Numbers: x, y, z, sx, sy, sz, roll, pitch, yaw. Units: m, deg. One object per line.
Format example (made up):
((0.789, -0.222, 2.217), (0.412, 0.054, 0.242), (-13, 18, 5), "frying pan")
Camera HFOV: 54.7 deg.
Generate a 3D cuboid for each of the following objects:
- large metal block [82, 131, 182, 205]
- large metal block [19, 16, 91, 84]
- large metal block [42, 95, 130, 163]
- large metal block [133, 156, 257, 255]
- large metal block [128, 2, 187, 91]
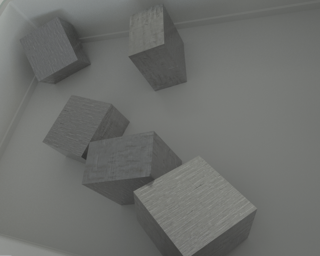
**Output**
((-0.028, 0.050, 0.353), (0.080, 0.080, 0.050), (-10, 57, 22), "large metal block")
((-0.181, -0.132, 0.540), (0.080, 0.050, 0.080), (-26, 87, 12), "large metal block")
((-0.103, 0.005, 0.439), (0.080, 0.050, 0.080), (14, 69, 33), "large metal block")
((0.031, 0.084, 0.300), (0.081, 0.050, 0.080), (-25, 47, -25), "large metal block")
((-0.002, -0.112, 0.439), (0.050, 0.080, 0.080), (-15, 56, 20), "large metal block")
